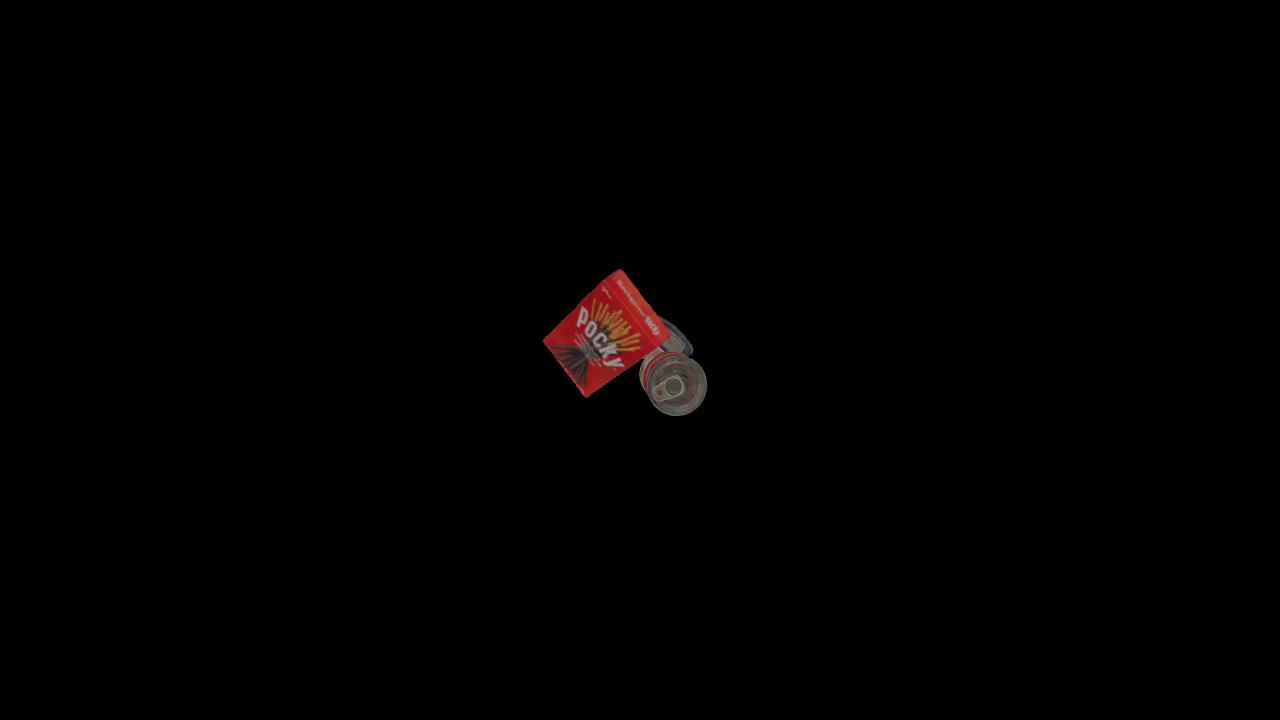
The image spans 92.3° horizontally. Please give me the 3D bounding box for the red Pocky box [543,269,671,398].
[{"bbox_3d":[-0.040,-0.022,0.631,0.028,0.083,0.155,-38,1,-38],"label":"red Pocky box"}]

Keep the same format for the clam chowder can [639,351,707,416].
[{"bbox_3d":[0.036,0.023,0.724,0.068,0.068,0.102,0,6,-5],"label":"clam chowder can"}]

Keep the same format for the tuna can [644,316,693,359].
[{"bbox_3d":[0.022,-0.021,0.766,0.084,0.034,0.084,34,-15,11],"label":"tuna can"}]
